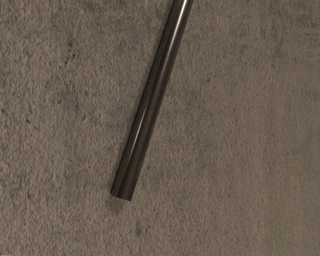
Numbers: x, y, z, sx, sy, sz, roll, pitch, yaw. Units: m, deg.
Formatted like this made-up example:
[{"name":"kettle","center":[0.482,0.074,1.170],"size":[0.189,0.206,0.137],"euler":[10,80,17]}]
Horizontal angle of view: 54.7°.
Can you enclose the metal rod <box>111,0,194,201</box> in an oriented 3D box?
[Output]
[{"name":"metal rod","center":[-0.004,-0.055,0.403],"size":[0.025,0.025,0.299],"euler":[28,73,-37]}]
